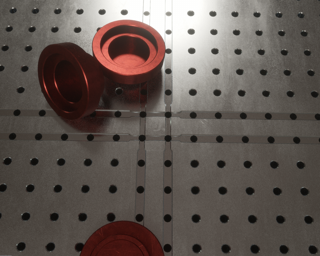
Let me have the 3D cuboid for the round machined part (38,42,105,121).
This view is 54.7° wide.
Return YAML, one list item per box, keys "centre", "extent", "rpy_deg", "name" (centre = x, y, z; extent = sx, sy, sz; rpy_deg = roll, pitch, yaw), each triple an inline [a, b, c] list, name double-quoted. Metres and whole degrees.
- centre: [-0.111, -0.062, 0.405]
  extent: [0.098, 0.097, 0.042]
  rpy_deg: [45, 40, 14]
  name: "round machined part"

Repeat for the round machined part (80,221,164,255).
- centre: [-0.043, 0.154, 0.346]
  extent: [0.099, 0.042, 0.098]
  rpy_deg: [0, 70, -1]
  name: "round machined part"

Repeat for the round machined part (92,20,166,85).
- centre: [-0.043, -0.101, 0.433]
  extent: [0.099, 0.042, 0.098]
  rpy_deg: [3, 62, -6]
  name: "round machined part"
